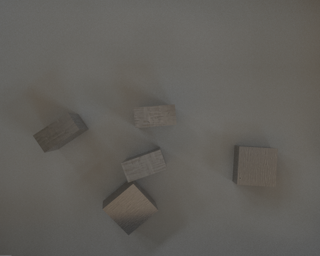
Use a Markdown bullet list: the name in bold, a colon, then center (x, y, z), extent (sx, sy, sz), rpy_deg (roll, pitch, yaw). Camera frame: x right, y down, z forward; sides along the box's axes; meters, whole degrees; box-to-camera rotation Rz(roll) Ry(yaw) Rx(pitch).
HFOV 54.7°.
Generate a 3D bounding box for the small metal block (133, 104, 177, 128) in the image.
- **small metal block**: center (-0.006, -0.014, 0.399), extent (0.050, 0.050, 0.025), rpy_deg (-5, 90, -1)

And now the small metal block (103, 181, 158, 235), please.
- **small metal block**: center (-0.039, 0.102, 0.406), extent (0.050, 0.025, 0.050), rpy_deg (-40, 104, 0)

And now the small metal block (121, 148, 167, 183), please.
- **small metal block**: center (-0.019, 0.046, 0.399), extent (0.050, 0.050, 0.025), rpy_deg (-19, 90, -1)

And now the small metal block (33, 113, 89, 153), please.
- **small metal block**: center (-0.125, 0.005, 0.397), extent (0.050, 0.050, 0.025), rpy_deg (-34, 90, 0)

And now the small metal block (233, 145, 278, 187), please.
- **small metal block**: center (0.126, 0.050, 0.413), extent (0.050, 0.025, 0.050), rpy_deg (3, 90, -1)
